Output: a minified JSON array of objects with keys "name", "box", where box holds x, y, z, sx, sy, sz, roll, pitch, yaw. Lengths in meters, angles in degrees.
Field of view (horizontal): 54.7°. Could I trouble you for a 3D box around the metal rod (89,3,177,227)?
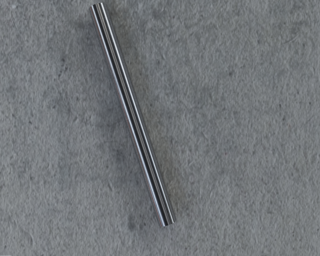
[{"name":"metal rod","box":[-0.036,-0.017,0.409,0.025,0.025,0.298,-18,90,0]}]
